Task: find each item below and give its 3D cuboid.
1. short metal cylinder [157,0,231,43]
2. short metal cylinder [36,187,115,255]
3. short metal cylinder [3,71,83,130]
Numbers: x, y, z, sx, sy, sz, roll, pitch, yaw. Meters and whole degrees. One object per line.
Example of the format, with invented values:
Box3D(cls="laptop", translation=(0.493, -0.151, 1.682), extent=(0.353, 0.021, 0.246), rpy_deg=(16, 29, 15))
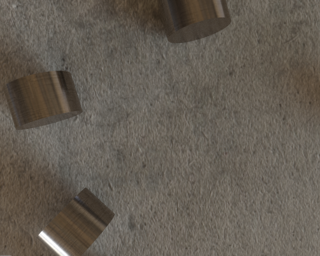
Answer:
Box3D(cls="short metal cylinder", translation=(0.042, -0.144, 0.383), extent=(0.080, 0.080, 0.050), rpy_deg=(-15, 90, 0))
Box3D(cls="short metal cylinder", translation=(-0.102, 0.120, 0.381), extent=(0.050, 0.080, 0.080), rpy_deg=(44, 90, -1))
Box3D(cls="short metal cylinder", translation=(-0.142, -0.033, 0.381), extent=(0.080, 0.080, 0.050), rpy_deg=(-17, 90, 0))
